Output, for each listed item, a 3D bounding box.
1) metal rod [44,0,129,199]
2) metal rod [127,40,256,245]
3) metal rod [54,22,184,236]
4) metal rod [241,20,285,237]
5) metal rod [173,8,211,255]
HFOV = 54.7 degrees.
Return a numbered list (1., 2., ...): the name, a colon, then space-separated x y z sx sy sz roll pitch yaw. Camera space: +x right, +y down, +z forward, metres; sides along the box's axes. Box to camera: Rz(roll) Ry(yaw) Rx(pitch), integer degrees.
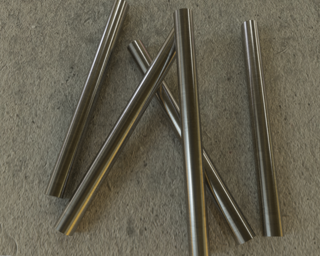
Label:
1. metal rod: -0.094 -0.053 0.426 0.025 0.025 0.299 13 70 4
2. metal rod: 0.032 0.005 0.406 0.025 0.025 0.299 -26 72 -9
3. metal rod: -0.041 -0.008 0.392 0.025 0.025 0.300 28 79 9
4. metal rod: 0.133 -0.013 0.413 0.025 0.025 0.299 0 70 0
5. metal rod: 0.038 0.001 0.375 0.025 0.025 0.298 -3 82 -1
